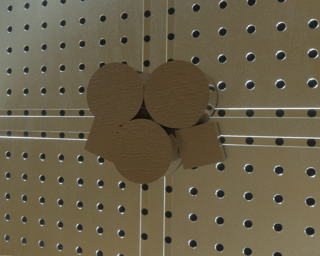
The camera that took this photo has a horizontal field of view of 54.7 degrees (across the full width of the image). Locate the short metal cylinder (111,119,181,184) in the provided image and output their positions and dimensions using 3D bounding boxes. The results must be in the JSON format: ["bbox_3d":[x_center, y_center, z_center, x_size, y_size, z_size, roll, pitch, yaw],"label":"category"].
[{"bbox_3d":[-0.015,0.028,0.401,0.080,0.050,0.079,0,90,20],"label":"short metal cylinder"}]

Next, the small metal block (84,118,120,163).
[{"bbox_3d":[-0.072,0.015,0.434,0.050,0.025,0.050,22,97,18],"label":"small metal block"}]

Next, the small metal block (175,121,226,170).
[{"bbox_3d":[0.051,0.022,0.391,0.050,0.025,0.050,-15,85,19],"label":"small metal block"}]

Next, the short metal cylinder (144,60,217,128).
[{"bbox_3d":[0.027,-0.040,0.386,0.080,0.050,0.079,0,90,20],"label":"short metal cylinder"}]

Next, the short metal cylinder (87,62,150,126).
[{"bbox_3d":[-0.049,-0.043,0.413,0.080,0.050,0.079,0,90,20],"label":"short metal cylinder"}]
